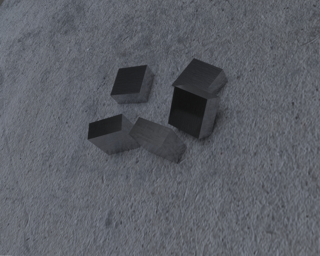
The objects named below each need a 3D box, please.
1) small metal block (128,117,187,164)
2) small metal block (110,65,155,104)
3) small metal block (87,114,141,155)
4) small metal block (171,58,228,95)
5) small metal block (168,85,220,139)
[{"bbox_3d":[-0.002,0.016,0.379,0.050,0.050,0.025,20,73,35],"label":"small metal block"},{"bbox_3d":[-0.041,-0.065,0.465,0.050,0.025,0.050,-2,61,27],"label":"small metal block"},{"bbox_3d":[-0.060,0.010,0.413,0.050,0.050,0.025,-15,56,20],"label":"small metal block"},{"bbox_3d":[0.053,-0.060,0.413,0.050,0.025,0.050,33,80,38],"label":"small metal block"},{"bbox_3d":[0.040,-0.021,0.378,0.050,0.025,0.050,28,119,37],"label":"small metal block"}]
